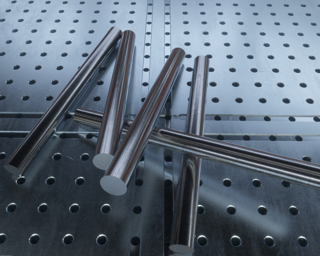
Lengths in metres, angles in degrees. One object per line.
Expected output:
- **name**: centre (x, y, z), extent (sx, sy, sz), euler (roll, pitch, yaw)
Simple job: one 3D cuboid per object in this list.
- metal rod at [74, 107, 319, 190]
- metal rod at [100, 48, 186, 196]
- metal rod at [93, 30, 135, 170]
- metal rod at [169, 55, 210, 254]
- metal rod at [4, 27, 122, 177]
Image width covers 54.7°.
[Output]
- **metal rod**: centre (0.026, 0.017, 0.362), extent (0.301, 0.025, 0.025), euler (14, 51, 23)
- **metal rod**: centre (-0.006, -0.035, 0.393), extent (0.025, 0.025, 0.301), euler (11, 37, 9)
- **metal rod**: centre (-0.055, -0.063, 0.427), extent (0.025, 0.025, 0.300), euler (0, 40, 0)
- **metal rod**: centre (0.044, 0.007, 0.402), extent (0.025, 0.025, 0.300), euler (7, 50, 5)
- **metal rod**: centre (-0.124, -0.059, 0.455), extent (0.025, 0.025, 0.300), euler (14, 51, 11)
